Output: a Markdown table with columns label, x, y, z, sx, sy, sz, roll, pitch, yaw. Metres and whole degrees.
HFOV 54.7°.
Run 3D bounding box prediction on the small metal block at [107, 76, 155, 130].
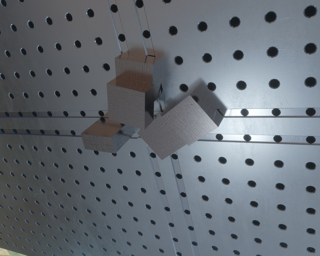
| label | x | y | z | sx | sy | sz | roll | pitch | yaw |
| --- | --- | --- | --- | --- | --- | --- | --- | --- | --- |
| small metal block | -0.035 | -0.031 | 0.377 | 0.050 | 0.025 | 0.050 | 15 | 125 | 19 |

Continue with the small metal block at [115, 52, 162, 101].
| label | x | y | z | sx | sy | sz | roll | pitch | yaw |
| --- | --- | --- | --- | --- | --- | --- | --- | --- | --- |
| small metal block | -0.026 | -0.063 | 0.385 | 0.050 | 0.025 | 0.050 | 14 | 124 | 20 |

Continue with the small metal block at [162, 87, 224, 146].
| label | x | y | z | sx | sy | sz | roll | pitch | yaw |
| --- | --- | --- | --- | --- | --- | --- | --- | --- | --- |
| small metal block | 0.040 | -0.013 | 0.381 | 0.050 | 0.025 | 0.050 | 48 | 128 | -6 |

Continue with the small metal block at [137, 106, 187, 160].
| label | x | y | z | sx | sy | sz | roll | pitch | yaw |
| --- | --- | --- | --- | --- | --- | --- | --- | --- | --- |
| small metal block | 0.007 | 0.007 | 0.411 | 0.050 | 0.025 | 0.050 | 48 | 129 | -6 |

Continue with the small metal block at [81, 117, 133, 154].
| label | x | y | z | sx | sy | sz | roll | pitch | yaw |
| --- | --- | --- | --- | --- | --- | --- | --- | --- | --- |
| small metal block | -0.074 | 0.009 | 0.438 | 0.050 | 0.050 | 0.025 | 6 | 121 | 25 |
